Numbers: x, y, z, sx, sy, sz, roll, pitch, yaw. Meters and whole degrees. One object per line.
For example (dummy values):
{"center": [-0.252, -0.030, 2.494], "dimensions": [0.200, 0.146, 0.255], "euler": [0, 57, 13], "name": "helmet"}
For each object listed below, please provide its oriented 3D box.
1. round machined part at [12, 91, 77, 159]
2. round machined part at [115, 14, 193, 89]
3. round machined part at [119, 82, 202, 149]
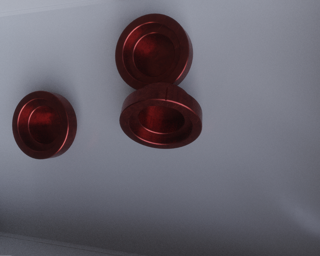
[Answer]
{"center": [-0.164, -0.004, 0.458], "dimensions": [0.098, 0.042, 0.097], "euler": [0, 90, 19], "name": "round machined part"}
{"center": [-0.005, -0.093, 0.402], "dimensions": [0.098, 0.042, 0.097], "euler": [0, 90, 19], "name": "round machined part"}
{"center": [0.003, -0.018, 0.380], "dimensions": [0.098, 0.098, 0.042], "euler": [-8, 51, 19], "name": "round machined part"}
